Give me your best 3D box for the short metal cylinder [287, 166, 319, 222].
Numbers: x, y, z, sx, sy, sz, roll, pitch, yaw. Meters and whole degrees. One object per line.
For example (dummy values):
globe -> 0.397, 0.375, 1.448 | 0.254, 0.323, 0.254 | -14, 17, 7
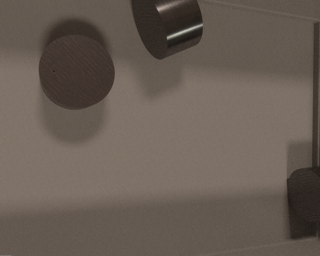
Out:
short metal cylinder -> 0.244, 0.099, 0.474 | 0.050, 0.080, 0.079 | -4, 92, -20

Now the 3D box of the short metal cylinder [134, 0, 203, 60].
short metal cylinder -> 0.009, -0.132, 0.385 | 0.050, 0.080, 0.080 | -27, 99, -18

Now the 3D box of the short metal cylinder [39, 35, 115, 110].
short metal cylinder -> -0.098, -0.062, 0.361 | 0.081, 0.050, 0.079 | 0, 90, -21
